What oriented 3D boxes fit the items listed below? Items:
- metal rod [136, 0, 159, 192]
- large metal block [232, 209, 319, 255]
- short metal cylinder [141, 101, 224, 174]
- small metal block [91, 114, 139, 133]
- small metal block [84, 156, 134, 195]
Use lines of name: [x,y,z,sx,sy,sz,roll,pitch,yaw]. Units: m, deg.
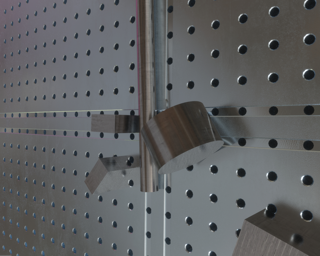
metal rod: [-0.018,-0.064,0.424,0.025,0.025,0.298,-2,88,40]
large metal block: [0.116,0.137,0.298,0.080,0.050,0.079,24,105,37]
short metal cylinder: [0.025,0.012,0.353,0.080,0.081,0.050,-38,67,33]
small metal block: [-0.063,-0.006,0.445,0.050,0.050,0.025,3,92,40]
small metal block: [-0.074,0.069,0.455,0.025,0.050,0.050,51,120,28]
